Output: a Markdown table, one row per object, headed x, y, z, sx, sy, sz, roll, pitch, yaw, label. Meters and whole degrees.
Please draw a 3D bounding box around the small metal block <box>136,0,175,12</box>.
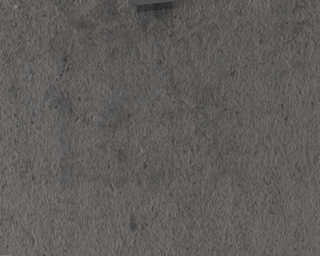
| x | y | z | sx | sy | sz | roll | pitch | yaw | label |
| --- | --- | --- | --- | --- | --- | --- | --- | --- | --- |
| -0.008 | -0.185 | 0.410 | 0.050 | 0.025 | 0.050 | -6 | 90 | 0 | small metal block |
